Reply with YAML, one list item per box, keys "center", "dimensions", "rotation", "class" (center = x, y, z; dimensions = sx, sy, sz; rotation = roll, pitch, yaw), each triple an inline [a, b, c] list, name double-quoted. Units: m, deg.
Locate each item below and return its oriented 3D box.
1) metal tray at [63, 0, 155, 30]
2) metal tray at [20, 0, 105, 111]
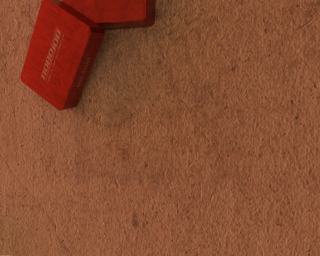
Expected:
- center: [-0.072, -0.186, 0.432]
  dimensions: [0.130, 0.030, 0.089]
  rotation: [2, 91, 19]
  class: "metal tray"
- center: [-0.141, -0.101, 0.438]
  dimensions: [0.090, 0.030, 0.129]
  rotation: [36, 116, 15]
  class: "metal tray"
